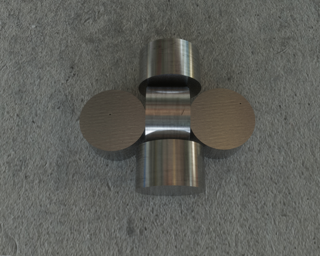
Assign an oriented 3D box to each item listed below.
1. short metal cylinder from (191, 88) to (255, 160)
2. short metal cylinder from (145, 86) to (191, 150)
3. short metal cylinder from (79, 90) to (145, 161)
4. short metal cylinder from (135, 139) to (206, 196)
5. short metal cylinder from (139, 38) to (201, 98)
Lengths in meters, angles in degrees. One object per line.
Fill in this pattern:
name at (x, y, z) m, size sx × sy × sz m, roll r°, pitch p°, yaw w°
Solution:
short metal cylinder at (0.075, -0.004, 0.397) m, size 0.080 × 0.050 × 0.080 m, roll 0°, pitch 70°, yaw 0°
short metal cylinder at (0.009, -0.012, 0.385) m, size 0.050 × 0.080 × 0.080 m, roll 0°, pitch 70°, yaw 0°
short metal cylinder at (-0.057, -0.002, 0.396) m, size 0.081 × 0.050 × 0.080 m, roll 0°, pitch 70°, yaw -1°
short metal cylinder at (0.012, 0.049, 0.363) m, size 0.081 × 0.080 × 0.050 m, roll 0°, pitch 70°, yaw 0°
short metal cylinder at (0.013, -0.073, 0.407) m, size 0.081 × 0.080 × 0.050 m, roll 0°, pitch 70°, yaw 0°
